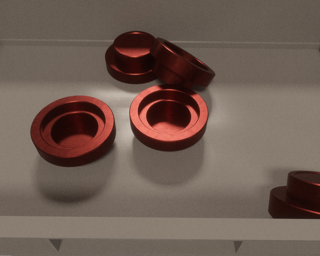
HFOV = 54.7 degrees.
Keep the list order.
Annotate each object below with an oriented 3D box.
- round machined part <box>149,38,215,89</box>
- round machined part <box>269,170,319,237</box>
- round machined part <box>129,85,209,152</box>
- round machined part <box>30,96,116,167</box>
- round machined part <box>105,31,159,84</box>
[{"bbox_3d":[0.027,-0.086,0.446,0.098,0.042,0.098,28,21,-11],"label":"round machined part"},{"bbox_3d":[0.159,0.069,0.302,0.099,0.098,0.042,5,95,3],"label":"round machined part"},{"bbox_3d":[0.011,-0.008,0.401,0.099,0.042,0.098,0,50,0],"label":"round machined part"},{"bbox_3d":[-0.104,0.008,0.386,0.099,0.042,0.098,0,50,0],"label":"round machined part"},{"bbox_3d":[-0.038,-0.118,0.493,0.099,0.042,0.098,0,50,0],"label":"round machined part"}]
